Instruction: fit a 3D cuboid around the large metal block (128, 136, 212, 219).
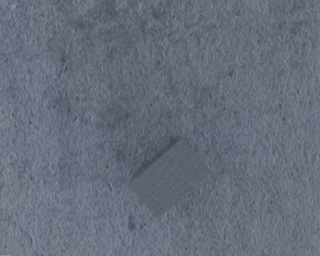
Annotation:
[{"bbox_3d":[0.011,0.056,0.383,0.080,0.080,0.050,-41,91,0],"label":"large metal block"}]
